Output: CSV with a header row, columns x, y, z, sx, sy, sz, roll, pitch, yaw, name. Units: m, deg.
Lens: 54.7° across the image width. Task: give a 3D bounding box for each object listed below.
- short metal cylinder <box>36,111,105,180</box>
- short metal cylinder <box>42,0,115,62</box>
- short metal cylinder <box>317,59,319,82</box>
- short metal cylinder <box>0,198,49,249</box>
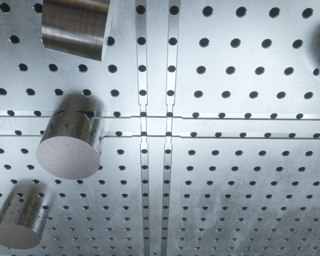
x,y,z,sx,sy,sz,roll,pitch,yaw,name
-0.117,0.024,0.414,0.081,0.050,0.079,0,130,0,short metal cylinder
-0.071,-0.106,0.285,0.050,0.080,0.079,11,129,-9,short metal cylinder
0.227,-0.061,0.345,0.081,0.050,0.079,0,130,0,short metal cylinder
-0.241,0.166,0.534,0.081,0.050,0.079,0,130,0,short metal cylinder
